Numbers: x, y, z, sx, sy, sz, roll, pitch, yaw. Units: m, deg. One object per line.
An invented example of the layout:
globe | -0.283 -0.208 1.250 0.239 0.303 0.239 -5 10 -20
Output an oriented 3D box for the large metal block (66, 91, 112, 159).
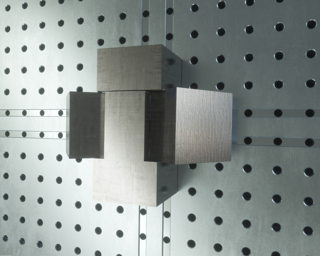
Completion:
large metal block | -0.096 -0.004 0.409 0.050 0.080 0.079 0 91 -20

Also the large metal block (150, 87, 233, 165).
large metal block | 0.037 -0.002 0.361 0.050 0.081 0.079 1 90 57

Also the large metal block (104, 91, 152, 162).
large metal block | -0.027 -0.002 0.391 0.050 0.080 0.079 1 91 20

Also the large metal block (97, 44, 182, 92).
large metal block | -0.023 -0.068 0.389 0.080 0.080 0.050 1 91 19

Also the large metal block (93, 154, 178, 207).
large metal block | -0.028 0.061 0.391 0.080 0.080 0.050 1 91 19
